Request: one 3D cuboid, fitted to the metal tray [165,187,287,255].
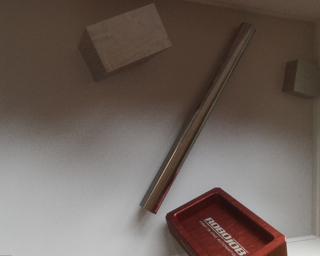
[{"bbox_3d":[0.076,0.132,0.383,0.091,0.130,0.030,-23,116,-19],"label":"metal tray"}]

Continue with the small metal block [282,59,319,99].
[{"bbox_3d":[0.228,-0.077,0.497,0.050,0.025,0.050,11,86,-20],"label":"small metal block"}]

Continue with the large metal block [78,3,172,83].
[{"bbox_3d":[-0.045,-0.097,0.365,0.081,0.080,0.050,-27,99,-18],"label":"large metal block"}]

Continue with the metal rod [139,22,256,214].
[{"bbox_3d":[0.057,-0.021,0.432,0.025,0.025,0.300,33,79,-18],"label":"metal rod"}]
